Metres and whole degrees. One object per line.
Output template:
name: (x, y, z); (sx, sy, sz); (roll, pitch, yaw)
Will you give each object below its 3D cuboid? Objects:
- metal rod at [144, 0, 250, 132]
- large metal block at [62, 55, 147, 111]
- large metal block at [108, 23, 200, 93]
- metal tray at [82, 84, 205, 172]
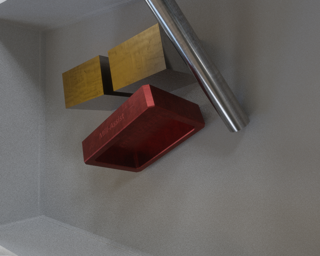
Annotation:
metal rod: (0.002, -0.121, 0.301); (0.025, 0.025, 0.299); (-25, 108, 37)
large metal block: (-0.076, -0.058, 0.431); (0.080, 0.081, 0.050); (-13, 82, 39)
large metal block: (-0.002, -0.076, 0.371); (0.080, 0.081, 0.050); (-16, 80, 38)
metal tray: (-0.022, 0.008, 0.377); (0.130, 0.091, 0.030); (-38, 52, 33)
